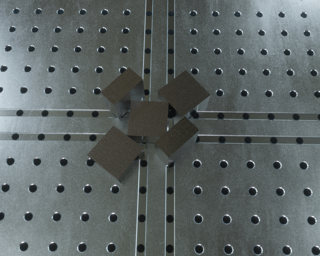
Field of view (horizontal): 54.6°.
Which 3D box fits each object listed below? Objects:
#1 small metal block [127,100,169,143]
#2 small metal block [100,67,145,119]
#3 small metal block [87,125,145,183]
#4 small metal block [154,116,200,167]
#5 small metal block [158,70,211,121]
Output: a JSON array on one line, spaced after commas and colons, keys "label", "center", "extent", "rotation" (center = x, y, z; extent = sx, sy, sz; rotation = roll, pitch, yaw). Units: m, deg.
[{"label": "small metal block", "center": [-0.015, -0.008, 0.414], "extent": [0.050, 0.025, 0.050], "rotation": [3, 69, 2]}, {"label": "small metal block", "center": [-0.048, -0.045, 0.414], "extent": [0.025, 0.050, 0.050], "rotation": [42, 76, 13]}, {"label": "small metal block", "center": [-0.056, 0.034, 0.399], "extent": [0.050, 0.025, 0.050], "rotation": [36, 73, 12]}, {"label": "small metal block", "center": [0.020, 0.018, 0.392], "extent": [0.050, 0.050, 0.025], "rotation": [-40, 75, -13]}, {"label": "small metal block", "center": [0.033, -0.043, 0.428], "extent": [0.050, 0.025, 0.050], "rotation": [-38, 75, -12]}]
